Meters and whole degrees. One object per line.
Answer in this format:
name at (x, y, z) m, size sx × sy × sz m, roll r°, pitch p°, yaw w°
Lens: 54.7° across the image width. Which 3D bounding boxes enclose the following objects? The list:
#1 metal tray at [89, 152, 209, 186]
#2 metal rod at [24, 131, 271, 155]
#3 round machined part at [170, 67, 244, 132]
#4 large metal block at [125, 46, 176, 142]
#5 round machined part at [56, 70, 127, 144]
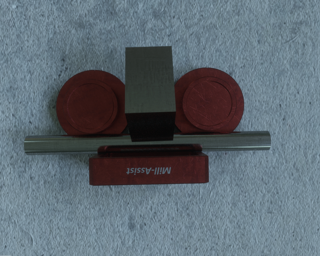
metal tray at (-0.012, 0.046, 0.378) m, size 0.131 × 0.090 × 0.030 m, roll -1°, pitch 90°, yaw -1°
metal rod at (-0.014, 0.019, 0.390) m, size 0.302 × 0.025 × 0.025 m, roll -1°, pitch 90°, yaw -1°
round machined part at (0.061, -0.031, 0.403) m, size 0.099 × 0.042 × 0.097 m, roll 0°, pitch 90°, yaw -1°
large metal block at (-0.011, -0.036, 0.357) m, size 0.050 × 0.080 × 0.080 m, roll -2°, pitch 67°, yaw -1°
round machined part at (-0.085, -0.027, 0.400) m, size 0.099 × 0.042 × 0.097 m, roll 0°, pitch 90°, yaw -1°
